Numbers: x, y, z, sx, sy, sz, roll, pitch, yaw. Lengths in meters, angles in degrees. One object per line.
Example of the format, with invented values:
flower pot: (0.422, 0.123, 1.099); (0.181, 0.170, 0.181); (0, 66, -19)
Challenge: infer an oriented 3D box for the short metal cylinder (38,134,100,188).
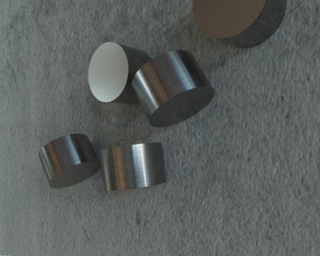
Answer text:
short metal cylinder: (-0.140, 0.052, 0.482); (0.080, 0.081, 0.050); (-43, 65, 31)

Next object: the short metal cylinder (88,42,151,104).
short metal cylinder: (-0.054, -0.074, 0.431); (0.080, 0.050, 0.079); (0, 90, 39)

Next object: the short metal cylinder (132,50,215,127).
short metal cylinder: (0.015, -0.043, 0.355); (0.080, 0.081, 0.050); (-39, 66, 33)

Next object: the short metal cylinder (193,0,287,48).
short metal cylinder: (0.082, -0.128, 0.320); (0.080, 0.050, 0.079); (0, 90, 39)

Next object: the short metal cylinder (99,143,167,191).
short metal cylinder: (-0.034, 0.049, 0.395); (0.080, 0.081, 0.050); (-12, 82, 39)
